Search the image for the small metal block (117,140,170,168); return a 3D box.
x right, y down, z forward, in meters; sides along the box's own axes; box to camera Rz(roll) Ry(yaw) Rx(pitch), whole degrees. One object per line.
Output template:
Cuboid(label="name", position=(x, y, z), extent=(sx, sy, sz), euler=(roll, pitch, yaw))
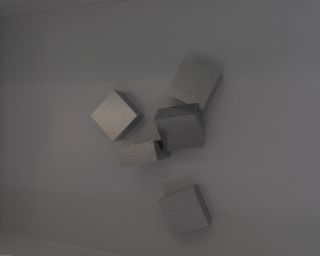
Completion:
Cuboid(label="small metal block", position=(-0.020, 0.033, 0.404), extent=(0.050, 0.050, 0.025), euler=(-14, 86, 19))

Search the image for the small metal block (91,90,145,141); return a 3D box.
Cuboid(label="small metal block", position=(-0.059, -0.017, 0.431), extent=(0.050, 0.025, 0.050), euler=(-46, 76, 14))

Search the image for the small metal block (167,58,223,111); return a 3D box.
Cuboid(label="small metal block", position=(0.045, -0.055, 0.394), extent=(0.050, 0.025, 0.050), euler=(27, 99, 18))

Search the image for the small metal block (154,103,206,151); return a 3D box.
Cuboid(label="small metal block", position=(0.026, -0.001, 0.388), extent=(0.050, 0.025, 0.050), euler=(-8, 125, 20))

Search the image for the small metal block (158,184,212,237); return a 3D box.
Cuboid(label="small metal block", position=(0.032, 0.105, 0.399), extent=(0.050, 0.025, 0.050), euler=(-25, 82, 18))
